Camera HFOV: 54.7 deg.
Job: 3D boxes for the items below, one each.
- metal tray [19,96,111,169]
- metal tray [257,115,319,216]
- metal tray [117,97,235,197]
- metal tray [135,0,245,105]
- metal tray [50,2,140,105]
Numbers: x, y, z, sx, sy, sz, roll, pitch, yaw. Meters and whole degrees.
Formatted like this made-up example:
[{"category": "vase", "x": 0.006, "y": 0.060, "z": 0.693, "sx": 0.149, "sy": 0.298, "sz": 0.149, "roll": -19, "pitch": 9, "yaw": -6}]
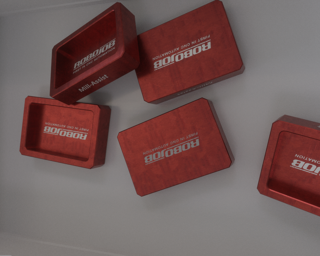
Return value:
[{"category": "metal tray", "x": -0.141, "y": 0.004, "z": 0.457, "sx": 0.130, "sy": 0.030, "sz": 0.089, "roll": 8, "pitch": 93, "yaw": 19}, {"category": "metal tray", "x": 0.176, "y": 0.046, "z": 0.319, "sx": 0.130, "sy": 0.030, "sz": 0.089, "roll": 18, "pitch": 113, "yaw": 30}, {"category": "metal tray", "x": 0.018, "y": 0.026, "z": 0.401, "sx": 0.130, "sy": 0.030, "sz": 0.090, "roll": -22, "pitch": 83, "yaw": 18}, {"category": "metal tray", "x": 0.031, "y": -0.093, "z": 0.397, "sx": 0.130, "sy": 0.030, "sz": 0.090, "roll": -18, "pitch": 84, "yaw": 19}, {"category": "metal tray", "x": -0.090, "y": -0.096, "z": 0.411, "sx": 0.130, "sy": 0.030, "sz": 0.090, "roll": -23, "pitch": 59, "yaw": 27}]
